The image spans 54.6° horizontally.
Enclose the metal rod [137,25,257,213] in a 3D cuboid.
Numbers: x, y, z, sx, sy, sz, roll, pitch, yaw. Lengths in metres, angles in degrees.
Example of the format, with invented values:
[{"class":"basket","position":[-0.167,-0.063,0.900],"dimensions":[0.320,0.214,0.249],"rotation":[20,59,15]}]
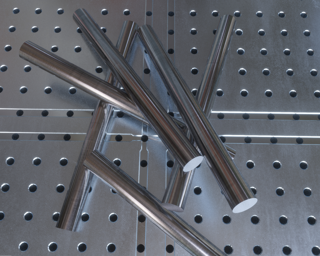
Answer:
[{"class":"metal rod","position":[0.028,-0.037,0.374],"dimensions":[0.025,0.025,0.300],"rotation":[-19,52,-7]}]

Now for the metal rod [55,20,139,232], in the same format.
[{"class":"metal rod","position":[-0.077,-0.017,0.417],"dimensions":[0.025,0.025,0.299],"rotation":[12,70,4]}]

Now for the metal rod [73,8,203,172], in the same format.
[{"class":"metal rod","position":[-0.043,-0.066,0.397],"dimensions":[0.025,0.025,0.300],"rotation":[-31,60,-10]}]

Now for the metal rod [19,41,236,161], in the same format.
[{"class":"metal rod","position":[-0.042,-0.031,0.400],"dimensions":[0.301,0.025,0.025],"rotation":[28,72,1]}]

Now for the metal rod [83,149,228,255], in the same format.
[{"class":"metal rod","position":[0.034,0.126,0.353],"dimensions":[0.300,0.025,0.025],"rotation":[38,74,8]}]

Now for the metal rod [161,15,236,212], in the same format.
[{"class":"metal rod","position":[0.058,-0.039,0.400],"dimensions":[0.025,0.025,0.300],"rotation":[17,61,6]}]
